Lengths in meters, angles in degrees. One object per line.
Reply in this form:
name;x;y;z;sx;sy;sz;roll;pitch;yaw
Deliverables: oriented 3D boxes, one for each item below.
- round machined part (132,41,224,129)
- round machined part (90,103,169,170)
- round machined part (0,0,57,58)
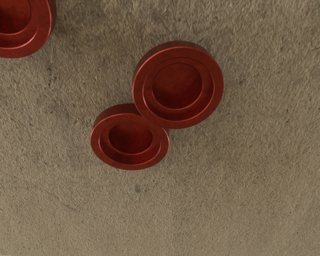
round machined part;0.018;-0.050;0.347;0.099;0.042;0.097;-3;123;-5
round machined part;-0.037;0.007;0.402;0.099;0.042;0.097;0;130;0
round machined part;-0.148;-0.119;0.293;0.099;0.042;0.097;0;130;0
